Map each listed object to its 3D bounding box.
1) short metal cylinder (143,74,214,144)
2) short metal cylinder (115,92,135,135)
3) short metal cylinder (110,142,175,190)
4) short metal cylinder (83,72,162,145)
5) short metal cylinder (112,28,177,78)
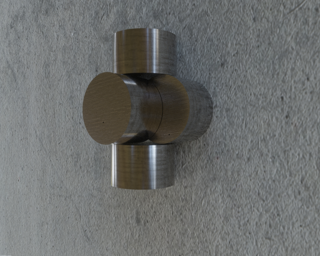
[{"bbox_3d":[0.017,-0.022,0.374,0.080,0.050,0.079,0,90,39],"label":"short metal cylinder"},{"bbox_3d":[-0.045,-0.022,0.425,0.080,0.050,0.079,0,90,39],"label":"short metal cylinder"},{"bbox_3d":[-0.022,0.044,0.387,0.080,0.081,0.050,1,91,39],"label":"short metal cylinder"},{"bbox_3d":[-0.044,-0.022,0.359,0.080,0.050,0.079,0,90,39],"label":"short metal cylinder"},{"bbox_3d":[-0.019,-0.087,0.385,0.080,0.081,0.050,0,90,39],"label":"short metal cylinder"}]
